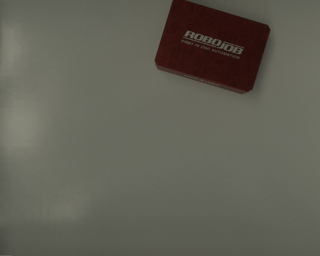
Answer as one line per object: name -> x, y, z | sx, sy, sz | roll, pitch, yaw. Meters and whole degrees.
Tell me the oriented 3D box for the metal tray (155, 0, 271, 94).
metal tray -> 0.067, -0.106, 0.409 | 0.131, 0.030, 0.090 | 17, 90, 0
